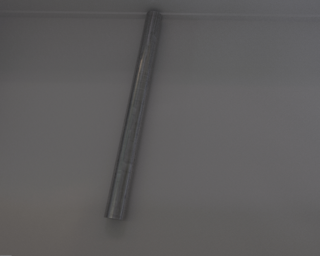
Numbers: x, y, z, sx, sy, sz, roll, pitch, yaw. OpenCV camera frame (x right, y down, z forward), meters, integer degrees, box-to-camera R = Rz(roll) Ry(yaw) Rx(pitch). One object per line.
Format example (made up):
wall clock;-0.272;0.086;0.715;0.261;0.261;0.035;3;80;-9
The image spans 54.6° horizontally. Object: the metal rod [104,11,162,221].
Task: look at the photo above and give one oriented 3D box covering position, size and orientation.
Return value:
metal rod;-0.032;-0.030;0.420;0.025;0.025;0.299;8;70;3
